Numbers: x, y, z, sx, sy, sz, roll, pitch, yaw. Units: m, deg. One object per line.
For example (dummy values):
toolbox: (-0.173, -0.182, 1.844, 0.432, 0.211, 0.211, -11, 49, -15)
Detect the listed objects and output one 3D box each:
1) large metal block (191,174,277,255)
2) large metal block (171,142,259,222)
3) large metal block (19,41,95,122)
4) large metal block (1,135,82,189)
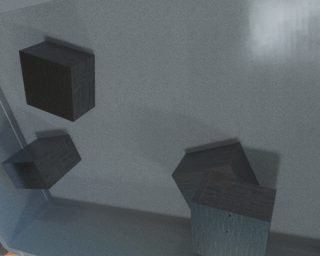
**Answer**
large metal block: (0.082, 0.107, 0.351, 0.080, 0.050, 0.079, 10, 123, 23)
large metal block: (0.075, 0.072, 0.398, 0.080, 0.050, 0.080, -16, 110, 34)
large metal block: (-0.138, -0.065, 0.425, 0.080, 0.050, 0.079, 20, 126, 16)
large metal block: (-0.193, 0.055, 0.509, 0.080, 0.080, 0.050, -6, 115, 31)
